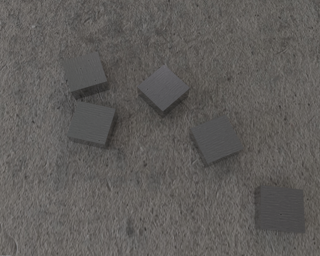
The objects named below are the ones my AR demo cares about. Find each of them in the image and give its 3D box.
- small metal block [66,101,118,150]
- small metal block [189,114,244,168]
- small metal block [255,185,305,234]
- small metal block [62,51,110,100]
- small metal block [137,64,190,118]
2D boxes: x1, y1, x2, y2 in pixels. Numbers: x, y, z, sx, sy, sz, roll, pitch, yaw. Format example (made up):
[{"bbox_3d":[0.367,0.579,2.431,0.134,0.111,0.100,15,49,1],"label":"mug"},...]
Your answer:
[{"bbox_3d":[-0.088,-0.003,0.408,0.050,0.025,0.050,12,70,4],"label":"small metal block"},{"bbox_3d":[0.072,0.017,0.402,0.050,0.025,0.050,-21,72,-8],"label":"small metal block"},{"bbox_3d":[0.143,0.098,0.373,0.050,0.025,0.050,6,70,2],"label":"small metal block"},{"bbox_3d":[-0.103,-0.073,0.434,0.050,0.025,0.050,-18,71,-7],"label":"small metal block"},{"bbox_3d":[0.005,-0.050,0.426,0.050,0.025,0.050,-42,75,-14],"label":"small metal block"}]
